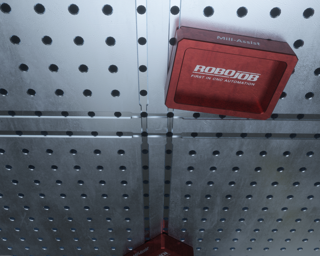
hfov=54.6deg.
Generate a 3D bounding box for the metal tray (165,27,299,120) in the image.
[{"bbox_3d":[0.076,-0.059,0.358,0.131,0.030,0.089,7,130,-6],"label":"metal tray"}]

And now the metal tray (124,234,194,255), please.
[{"bbox_3d":[-0.006,0.271,0.638,0.090,0.030,0.130,35,122,-26],"label":"metal tray"}]
